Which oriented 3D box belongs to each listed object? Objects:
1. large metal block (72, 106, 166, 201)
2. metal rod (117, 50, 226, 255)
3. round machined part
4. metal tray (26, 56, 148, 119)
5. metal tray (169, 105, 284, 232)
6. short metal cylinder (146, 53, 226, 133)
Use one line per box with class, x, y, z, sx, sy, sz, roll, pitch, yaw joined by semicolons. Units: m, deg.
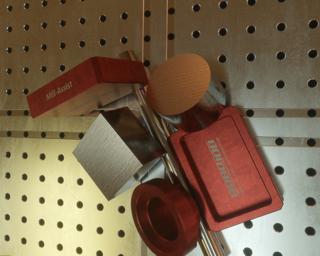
large metal block;-0.053;0.032;0.395;0.080;0.050;0.080;50;123;13
metal rod;0.013;0.035;0.403;0.025;0.025;0.299;-27;81;18
round machined part;0.011;0.108;0.381;0.098;0.042;0.097;20;118;44
metal tray;-0.091;-0.047;0.391;0.130;0.091;0.030;-20;85;33
metal tray;0.079;0.049;0.378;0.090;0.030;0.129;-26;82;18
short metal cylinder;0.031;-0.041;0.369;0.080;0.050;0.080;-14;60;25
